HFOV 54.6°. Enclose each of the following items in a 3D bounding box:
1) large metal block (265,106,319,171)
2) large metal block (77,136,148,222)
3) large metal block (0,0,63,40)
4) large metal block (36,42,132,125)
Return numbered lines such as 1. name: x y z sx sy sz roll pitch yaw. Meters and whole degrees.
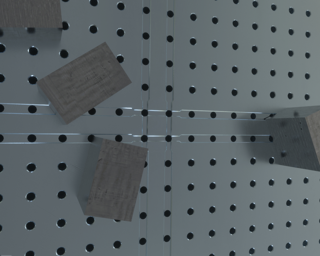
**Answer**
1. large metal block: 0.215 0.013 0.462 0.050 0.080 0.080 -23 98 -18
2. large metal block: -0.058 0.055 0.362 0.050 0.080 0.080 15 85 -20
3. large metal block: -0.155 -0.144 0.342 0.081 0.050 0.080 -6 92 -20
4. large metal block: -0.088 -0.046 0.351 0.080 0.080 0.050 -36 102 -16
